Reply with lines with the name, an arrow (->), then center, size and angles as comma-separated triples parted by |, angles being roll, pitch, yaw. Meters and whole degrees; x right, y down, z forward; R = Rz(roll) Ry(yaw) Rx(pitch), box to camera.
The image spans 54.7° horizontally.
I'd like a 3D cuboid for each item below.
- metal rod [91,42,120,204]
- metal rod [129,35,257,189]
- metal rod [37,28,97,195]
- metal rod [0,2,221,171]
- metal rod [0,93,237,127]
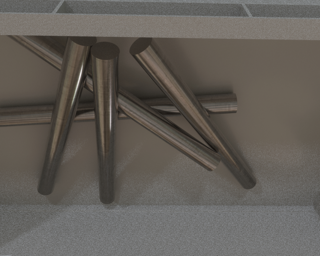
metal rod -> -0.067, 0.022, 0.387 | 0.025, 0.025, 0.298 | 5, 142, -5
metal rod -> 0.060, 0.004, 0.384 | 0.025, 0.025, 0.300 | -26, 135, 20
metal rod -> -0.124, 0.007, 0.381 | 0.025, 0.025, 0.298 | 17, 138, -15
metal rod -> -0.050, -0.036, 0.351 | 0.301, 0.025, 0.025 | 34, 122, -17
metal rod -> -0.057, -0.022, 0.389 | 0.302, 0.025, 0.025 | -3, 130, 2
